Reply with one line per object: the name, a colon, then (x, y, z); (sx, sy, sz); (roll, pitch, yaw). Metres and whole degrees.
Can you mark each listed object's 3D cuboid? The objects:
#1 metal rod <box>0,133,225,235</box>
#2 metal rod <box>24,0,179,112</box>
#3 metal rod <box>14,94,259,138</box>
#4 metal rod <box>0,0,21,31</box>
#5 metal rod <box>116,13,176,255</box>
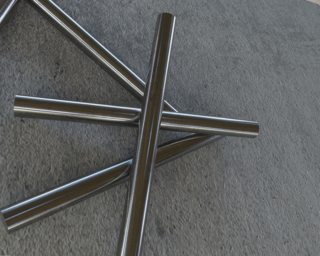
metal rod: (-0.024, 0.042, 0.364); (0.302, 0.025, 0.025); (-20, 72, -35)
metal rod: (-0.089, -0.106, 0.420); (0.300, 0.025, 0.025); (41, 51, 0)
metal rod: (-0.013, -0.011, 0.382); (0.302, 0.025, 0.025); (5, 59, -18)
metal rod: (-0.215, -0.052, 0.319); (0.025, 0.025, 0.300); (21, 54, -16)
metal rod: (-0.012, -0.001, 0.351); (0.025, 0.025, 0.299); (16, 70, -20)
